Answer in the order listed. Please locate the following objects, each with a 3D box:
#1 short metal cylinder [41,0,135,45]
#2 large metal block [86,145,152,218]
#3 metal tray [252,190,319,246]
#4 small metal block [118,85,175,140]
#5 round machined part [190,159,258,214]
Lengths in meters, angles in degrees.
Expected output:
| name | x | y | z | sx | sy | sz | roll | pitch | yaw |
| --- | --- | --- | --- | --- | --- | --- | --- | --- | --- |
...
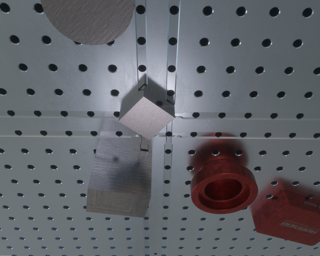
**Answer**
| name | x | y | z | sx | sy | sz | roll | pitch | yaw |
| --- | --- | --- | --- | --- | --- | --- | --- | --- | --- |
| short metal cylinder | -0.063 | -0.125 | 0.288 | 0.081 | 0.050 | 0.079 | 0 | 130 | 0 |
| large metal block | -0.056 | 0.074 | 0.438 | 0.081 | 0.080 | 0.050 | 8 | 130 | -7 |
| metal tray | 0.245 | 0.163 | 0.549 | 0.131 | 0.030 | 0.089 | 18 | 128 | -15 |
| small metal block | -0.017 | -0.018 | 0.396 | 0.050 | 0.025 | 0.050 | 33 | 123 | -25 |
| round machined part | 0.096 | 0.086 | 0.475 | 0.099 | 0.042 | 0.097 | 0 | 130 | 0 |
